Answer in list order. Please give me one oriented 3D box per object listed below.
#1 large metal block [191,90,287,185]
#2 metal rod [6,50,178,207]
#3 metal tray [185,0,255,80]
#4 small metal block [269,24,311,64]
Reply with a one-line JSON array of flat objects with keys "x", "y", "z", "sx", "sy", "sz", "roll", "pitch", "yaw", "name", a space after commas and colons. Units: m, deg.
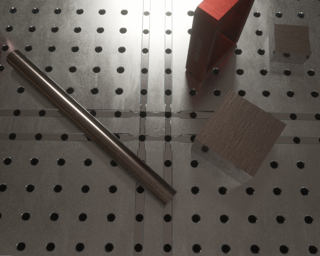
[{"x": 0.098, "y": 0.012, "z": 0.395, "sx": 0.080, "sy": 0.050, "sz": 0.080, "roll": 34, "pitch": 73, "yaw": 11, "name": "large metal block"}, {"x": -0.098, "y": -0.007, "z": 0.413, "sx": 0.300, "sy": 0.025, "sz": 0.025, "roll": 40, "pitch": 75, "yaw": 13, "name": "metal rod"}, {"x": 0.078, "y": -0.130, "z": 0.404, "sx": 0.030, "sy": 0.130, "sz": 0.090, "roll": 40, "pitch": 75, "yaw": 13, "name": "metal tray"}, {"x": 0.191, "y": -0.125, "z": 0.460, "sx": 0.050, "sy": 0.025, "sz": 0.050, "roll": 5, "pitch": 70, "yaw": 1, "name": "small metal block"}]
